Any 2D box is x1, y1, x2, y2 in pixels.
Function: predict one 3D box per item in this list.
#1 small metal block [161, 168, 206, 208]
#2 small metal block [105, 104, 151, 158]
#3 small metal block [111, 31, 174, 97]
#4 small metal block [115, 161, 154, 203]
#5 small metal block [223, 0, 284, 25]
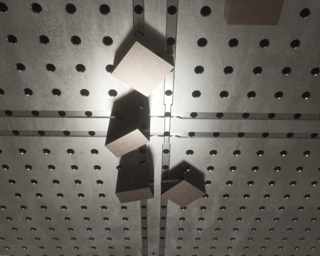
[{"bbox_3d":[0.037,0.096,0.494,0.050,0.025,0.050,36,121,-27],"label":"small metal block"},{"bbox_3d":[-0.040,0.003,0.398,0.050,0.050,0.025,-27,125,20],"label":"small metal block"},{"bbox_3d":[-0.020,-0.071,0.351,0.050,0.025,0.050,30,124,-24],"label":"small metal block"},{"bbox_3d":[-0.036,0.081,0.464,0.050,0.050,0.025,-11,129,9],"label":"small metal block"},{"bbox_3d":[0.093,-0.130,0.303,0.050,0.025,0.050,0,130,-1],"label":"small metal block"}]
